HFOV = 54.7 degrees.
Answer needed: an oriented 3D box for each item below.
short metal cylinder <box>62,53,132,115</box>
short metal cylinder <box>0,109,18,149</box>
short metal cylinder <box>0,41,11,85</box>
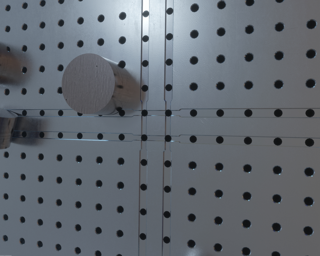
[{"bbox_3d":[-0.087,-0.058,0.429,0.080,0.050,0.079,0,90,19],"label":"short metal cylinder"},{"bbox_3d":[-0.268,-0.004,0.476,0.080,0.080,0.050,19,96,18],"label":"short metal cylinder"},{"bbox_3d":[-0.291,-0.109,0.500,0.080,0.050,0.079,0,90,19],"label":"short metal cylinder"}]
